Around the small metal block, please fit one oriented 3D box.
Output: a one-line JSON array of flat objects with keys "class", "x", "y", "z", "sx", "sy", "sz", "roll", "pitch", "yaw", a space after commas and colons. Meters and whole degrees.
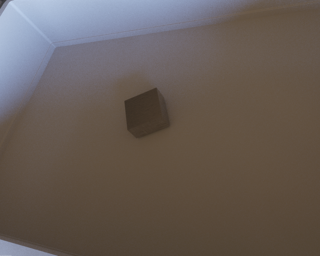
[{"class": "small metal block", "x": -0.018, "y": -0.020, "z": 0.422, "sx": 0.050, "sy": 0.025, "sz": 0.050, "roll": -21, "pitch": 54, "yaw": 15}]
